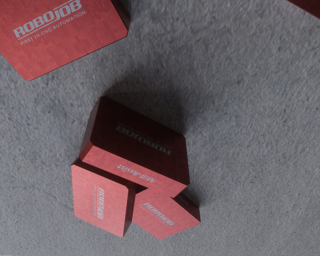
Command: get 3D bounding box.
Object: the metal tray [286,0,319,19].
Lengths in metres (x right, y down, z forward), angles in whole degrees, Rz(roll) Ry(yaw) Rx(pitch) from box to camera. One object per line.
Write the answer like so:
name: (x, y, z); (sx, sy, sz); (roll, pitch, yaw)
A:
metal tray: (0.122, -0.163, 0.267); (0.131, 0.030, 0.089); (20, 127, -17)

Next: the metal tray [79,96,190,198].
metal tray: (-0.026, 0.023, 0.383); (0.131, 0.090, 0.030); (26, 125, -21)

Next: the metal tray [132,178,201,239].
metal tray: (-0.004, 0.133, 0.517); (0.090, 0.030, 0.130); (-30, 125, 22)

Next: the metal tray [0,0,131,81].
metal tray: (-0.107, -0.111, 0.308); (0.130, 0.030, 0.090); (-20, 128, 15)

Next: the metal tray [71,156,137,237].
metal tray: (-0.085, 0.103, 0.469); (0.090, 0.030, 0.129); (20, 131, 12)
